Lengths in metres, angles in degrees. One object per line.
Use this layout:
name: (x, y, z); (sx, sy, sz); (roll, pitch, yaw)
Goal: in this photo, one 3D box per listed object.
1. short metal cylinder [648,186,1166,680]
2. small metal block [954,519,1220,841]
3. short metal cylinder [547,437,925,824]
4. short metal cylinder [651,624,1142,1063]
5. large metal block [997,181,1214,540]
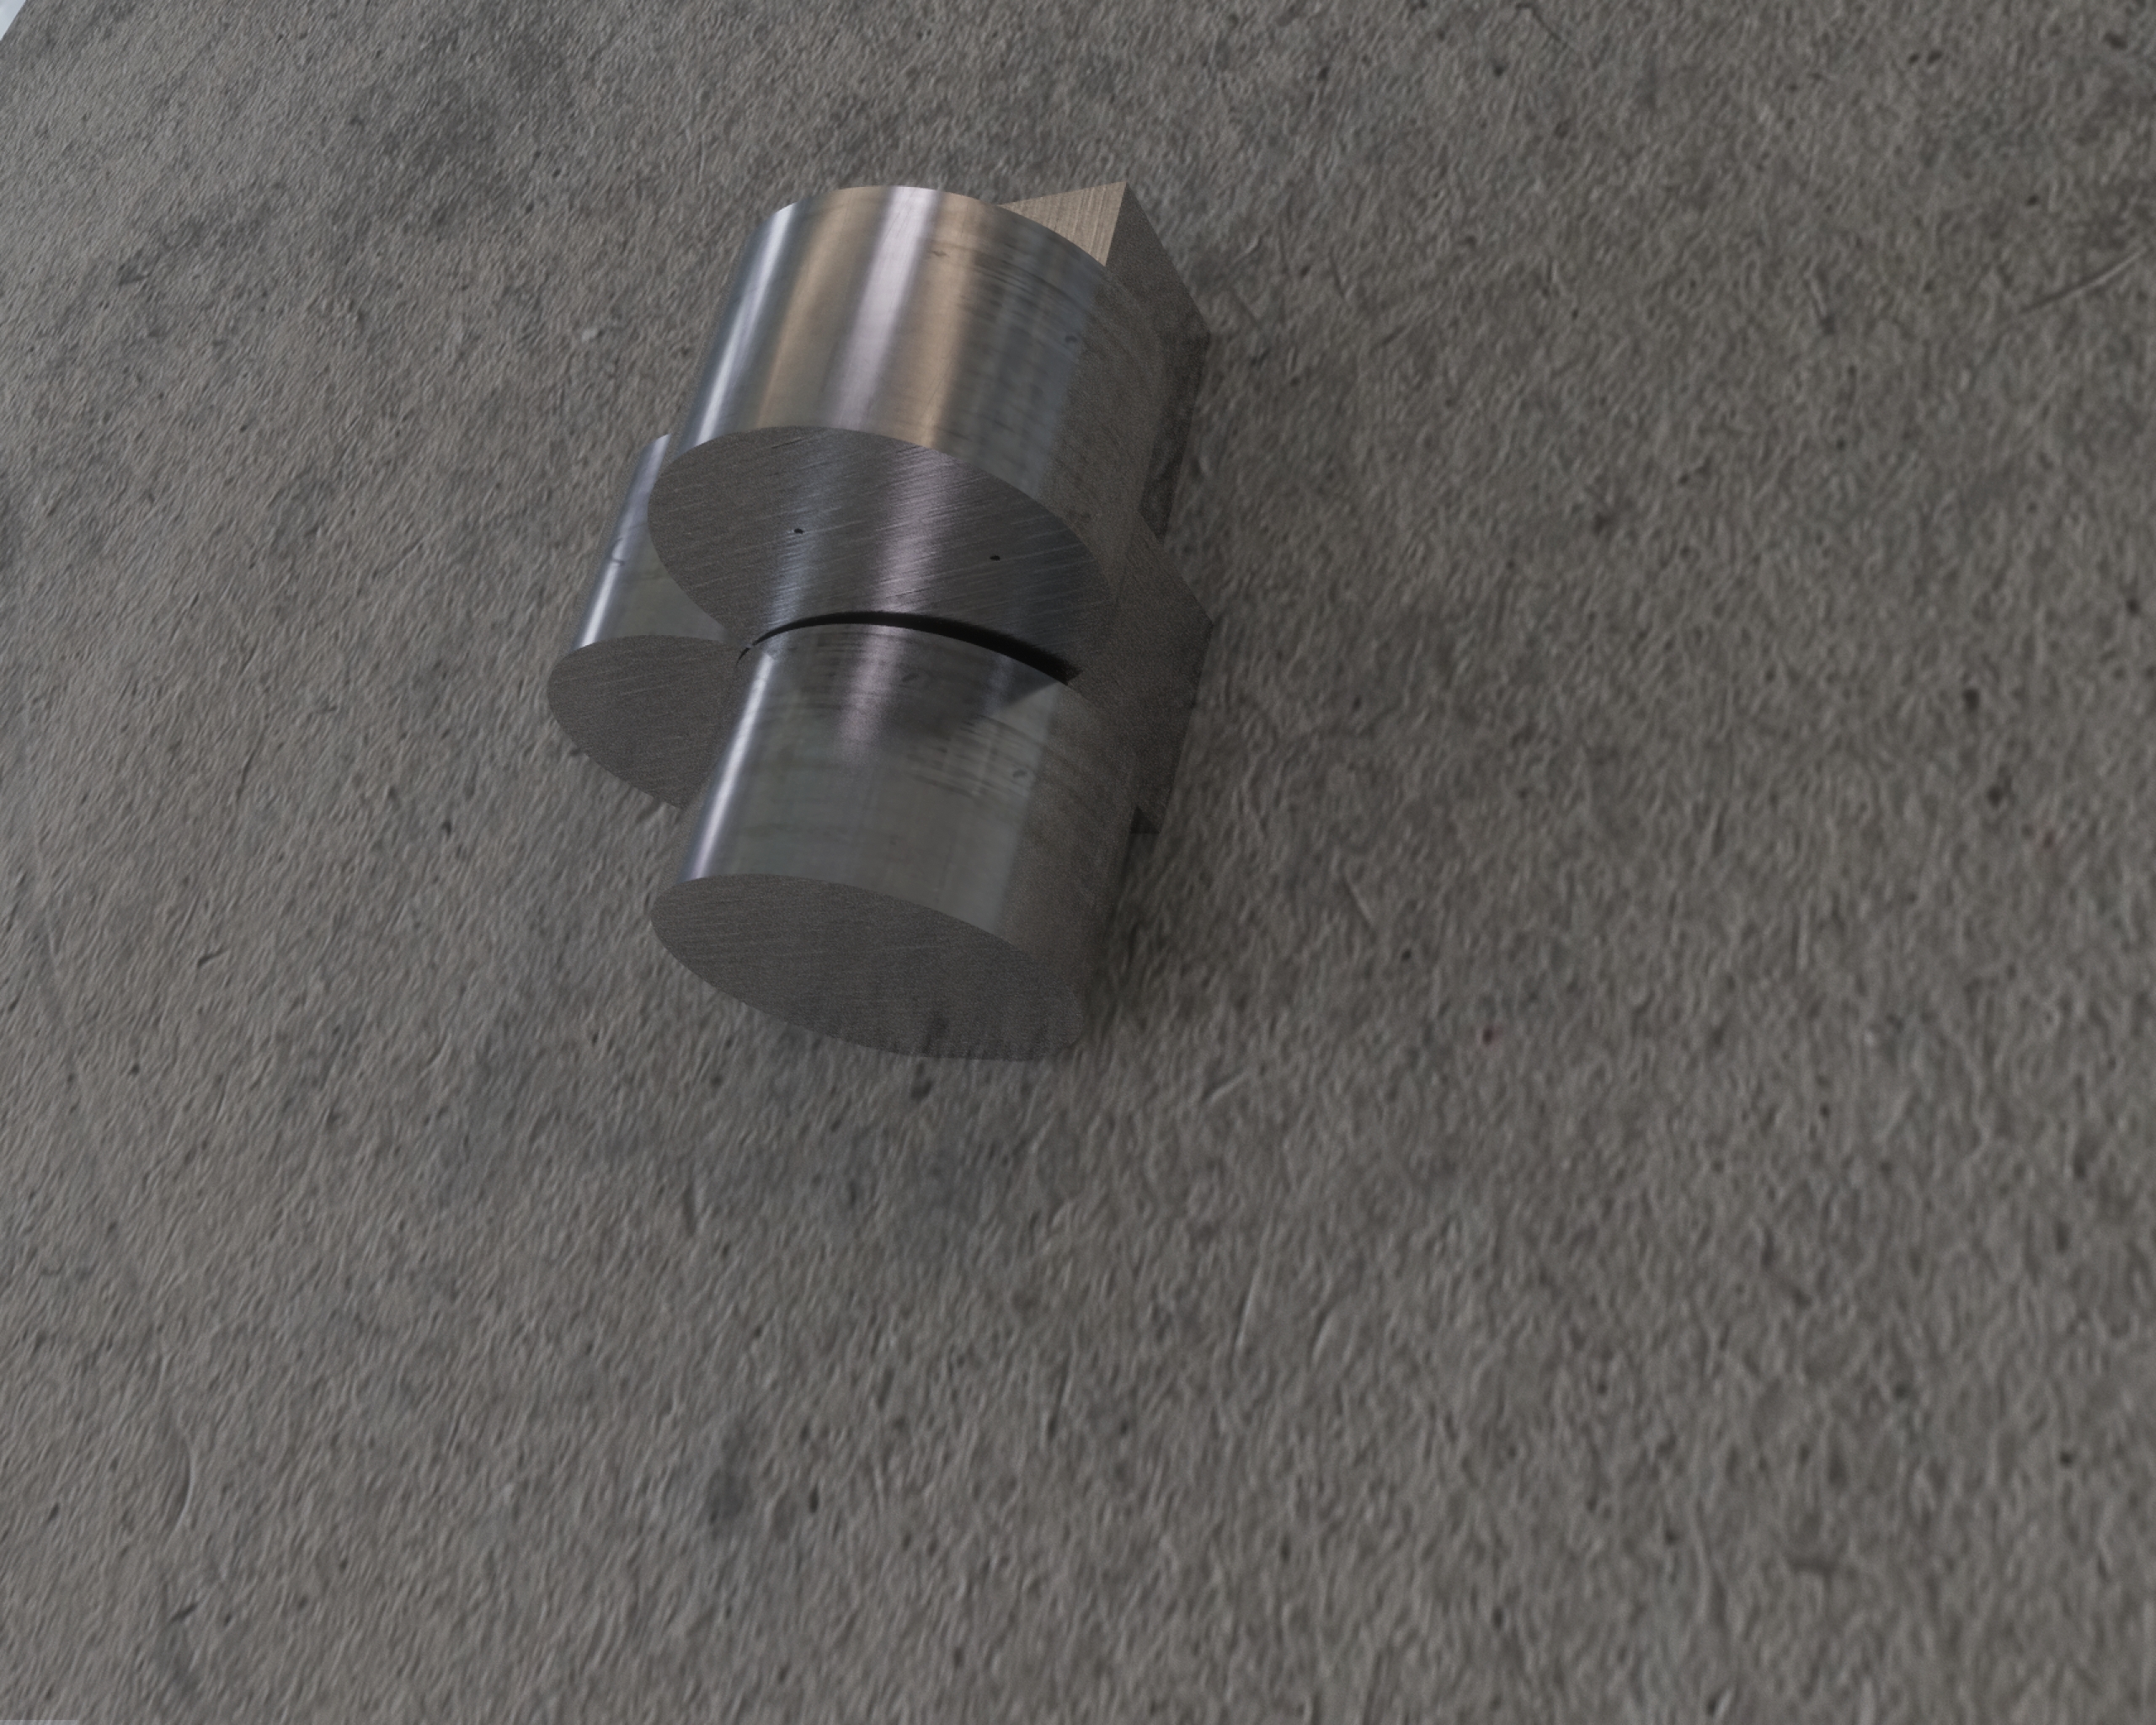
short metal cylinder: (-0.029, -0.070, 0.364); (0.080, 0.080, 0.050); (-2, 61, 27)
small metal block: (0.002, -0.038, 0.414); (0.025, 0.050, 0.050); (1, 62, 29)
short metal cylinder: (-0.062, -0.045, 0.431); (0.080, 0.080, 0.050); (-2, 61, 27)
short metal cylinder: (-0.033, -0.001, 0.389); (0.080, 0.080, 0.050); (0, 62, 28)
large metal block: (-0.023, -0.096, 0.461); (0.080, 0.050, 0.080); (-2, 61, 27)
